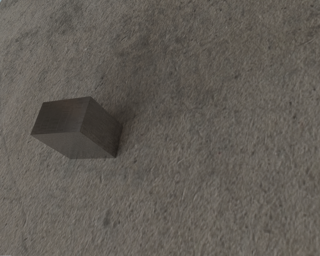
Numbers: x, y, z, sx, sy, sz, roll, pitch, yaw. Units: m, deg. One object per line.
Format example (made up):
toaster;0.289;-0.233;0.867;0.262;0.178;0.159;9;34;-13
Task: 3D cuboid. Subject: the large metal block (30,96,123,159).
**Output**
large metal block;-0.110;0.003;0.422;0.080;0.080;0.050;-4;60;26
